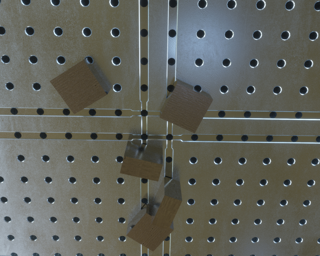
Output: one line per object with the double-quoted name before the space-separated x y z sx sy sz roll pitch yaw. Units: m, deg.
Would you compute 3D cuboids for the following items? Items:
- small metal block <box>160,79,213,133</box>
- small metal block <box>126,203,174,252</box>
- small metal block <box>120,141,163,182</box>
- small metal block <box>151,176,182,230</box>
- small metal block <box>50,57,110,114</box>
"small metal block" 0.033 -0.028 0.403 0.050 0.025 0.050 24 108 -9
"small metal block" -0.015 0.150 0.468 0.050 0.025 0.050 35 106 -12
"small metal block" -0.024 0.043 0.416 0.050 0.050 0.025 13 110 -5
"small metal block" 0.009 0.105 0.439 0.025 0.050 0.050 20 109 -7
"small metal block" -0.100 -0.054 0.393 0.050 0.025 0.050 -29 108 10
